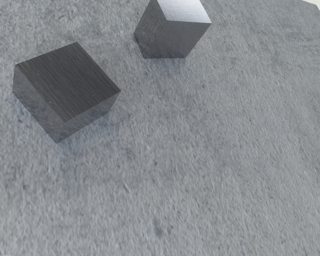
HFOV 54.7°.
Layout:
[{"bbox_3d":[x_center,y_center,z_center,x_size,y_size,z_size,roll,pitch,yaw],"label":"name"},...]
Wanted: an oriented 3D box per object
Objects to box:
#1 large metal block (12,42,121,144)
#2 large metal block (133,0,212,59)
[{"bbox_3d":[-0.107,-0.042,0.357,0.080,0.050,0.080,48,51,5],"label":"large metal block"},{"bbox_3d":[0.017,-0.152,0.472,0.081,0.080,0.050,-9,67,-33],"label":"large metal block"}]
